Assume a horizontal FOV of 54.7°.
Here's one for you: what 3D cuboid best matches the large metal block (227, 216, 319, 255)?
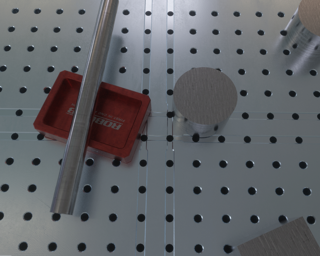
[{"bbox_3d":[0.134,0.154,0.343,0.080,0.050,0.080,-21,72,-8],"label":"large metal block"}]

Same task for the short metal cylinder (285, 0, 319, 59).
[{"bbox_3d":[0.233,-0.149,0.454,0.081,0.050,0.080,0,70,0],"label":"short metal cylinder"}]

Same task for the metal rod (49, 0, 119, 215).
[{"bbox_3d":[-0.090,-0.044,0.394,0.025,0.025,0.299,7,70,2],"label":"metal rod"}]

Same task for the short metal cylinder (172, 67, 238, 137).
[{"bbox_3d":[0.057,-0.033,0.411,0.081,0.050,0.080,0,70,0],"label":"short metal cylinder"}]

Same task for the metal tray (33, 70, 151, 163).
[{"bbox_3d":[-0.087,-0.016,0.414,0.131,0.030,0.090,18,71,6],"label":"metal tray"}]
